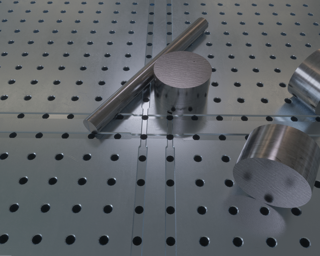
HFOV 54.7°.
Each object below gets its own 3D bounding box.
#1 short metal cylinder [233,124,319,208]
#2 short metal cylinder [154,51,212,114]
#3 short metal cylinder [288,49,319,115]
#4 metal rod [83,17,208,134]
[{"bbox_3d":[0.127,0.042,0.338,0.080,0.080,0.050,23,54,18],"label":"short metal cylinder"},{"bbox_3d":[0.032,-0.067,0.448,0.081,0.050,0.080,0,50,0],"label":"short metal cylinder"},{"bbox_3d":[0.227,-0.064,0.428,0.081,0.080,0.050,-24,54,-19],"label":"short metal cylinder"},{"bbox_3d":[-0.007,-0.096,0.488,0.025,0.025,0.301,28,55,21],"label":"metal rod"}]
